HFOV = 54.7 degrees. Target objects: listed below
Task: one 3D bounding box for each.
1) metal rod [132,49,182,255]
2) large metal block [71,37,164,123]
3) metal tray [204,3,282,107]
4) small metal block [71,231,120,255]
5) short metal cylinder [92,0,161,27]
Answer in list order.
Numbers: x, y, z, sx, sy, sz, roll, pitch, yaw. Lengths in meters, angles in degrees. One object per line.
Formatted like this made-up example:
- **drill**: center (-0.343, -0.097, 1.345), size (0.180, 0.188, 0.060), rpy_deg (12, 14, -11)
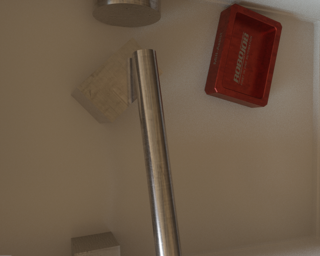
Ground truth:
- **metal rod**: center (0.002, 0.070, 0.304), size (0.025, 0.025, 0.298), rpy_deg (-5, 83, -20)
- **large metal block**: center (-0.053, -0.051, 0.362), size (0.080, 0.080, 0.050), rpy_deg (-46, 105, -14)
- **metal tray**: center (0.123, -0.103, 0.454), size (0.091, 0.030, 0.129), rpy_deg (14, 85, -20)
- **small metal block**: center (-0.078, 0.148, 0.369), size (0.050, 0.050, 0.025), rpy_deg (-3, 91, -20)
- **short metal cylinder**: center (-0.039, -0.157, 0.367), size (0.081, 0.080, 0.050), rpy_deg (0, 90, -20)
